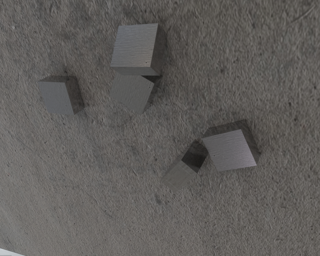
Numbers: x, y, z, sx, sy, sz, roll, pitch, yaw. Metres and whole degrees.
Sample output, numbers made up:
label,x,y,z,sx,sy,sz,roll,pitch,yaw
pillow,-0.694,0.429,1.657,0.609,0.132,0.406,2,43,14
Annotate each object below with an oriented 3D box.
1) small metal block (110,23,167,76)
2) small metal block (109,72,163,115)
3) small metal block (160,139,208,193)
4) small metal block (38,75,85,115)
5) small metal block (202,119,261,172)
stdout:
label,x,y,z,sx,sy,sz,roll,pitch,yaw
small metal block,-0.023,-0.087,0.348,0.050,0.025,0.050,5,79,25
small metal block,-0.031,-0.053,0.390,0.050,0.025,0.050,31,129,8
small metal block,0.033,0.049,0.404,0.025,0.050,0.050,40,129,1
small metal block,-0.144,-0.048,0.453,0.050,0.025,0.050,6,121,25
small metal block,0.086,0.022,0.375,0.050,0.025,0.050,-16,110,34
